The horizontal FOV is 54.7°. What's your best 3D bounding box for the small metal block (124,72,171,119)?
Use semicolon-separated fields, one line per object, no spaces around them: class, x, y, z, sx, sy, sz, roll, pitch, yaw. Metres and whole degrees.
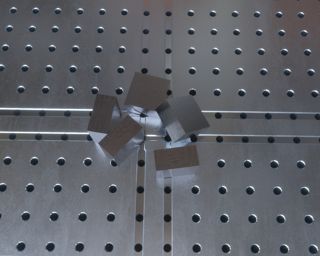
small metal block;-0.017;-0.045;0.428;0.050;0.025;0.050;15;71;5

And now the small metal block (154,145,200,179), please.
small metal block;0.019;0.043;0.383;0.050;0.050;0.025;-7;71;-3

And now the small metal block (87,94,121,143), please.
small metal block;-0.071;-0.009;0.401;0.025;0.050;0.050;9;70;3

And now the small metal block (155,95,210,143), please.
small metal block;0.030;-0.013;0.402;0.050;0.025;0.050;-14;70;-44

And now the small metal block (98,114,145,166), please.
small metal block;-0.047;0.017;0.392;0.025;0.050;0.050;41;75;13
